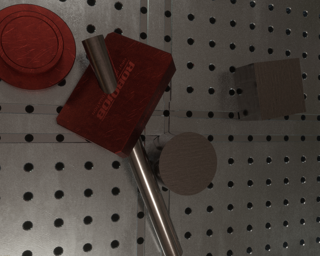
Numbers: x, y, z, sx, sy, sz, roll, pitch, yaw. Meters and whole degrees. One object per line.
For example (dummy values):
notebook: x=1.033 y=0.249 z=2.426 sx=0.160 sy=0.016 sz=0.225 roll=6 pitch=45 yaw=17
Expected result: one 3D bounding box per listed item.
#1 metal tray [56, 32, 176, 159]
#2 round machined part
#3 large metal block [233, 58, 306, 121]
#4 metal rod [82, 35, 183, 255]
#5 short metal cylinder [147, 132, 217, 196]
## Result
metal tray: x=-0.050 y=-0.041 z=0.367 sx=0.090 sy=0.030 sz=0.130 roll=25 pitch=80 yaw=17
round machined part: x=-0.146 y=-0.092 z=0.350 sx=0.099 sy=0.042 sz=0.097 roll=0 pitch=90 yaw=-21
large metal block: x=0.163 y=-0.056 z=0.461 sx=0.081 sy=0.050 sz=0.079 roll=-10 pitch=94 yaw=-20
metal rod: x=-0.028 y=0.035 z=0.385 sx=0.025 sy=0.025 sz=0.298 roll=-24 pitch=105 yaw=-19
short metal cylinder: x=0.028 y=0.045 z=0.411 sx=0.081 sy=0.050 sz=0.079 roll=0 pitch=90 yaw=-21
